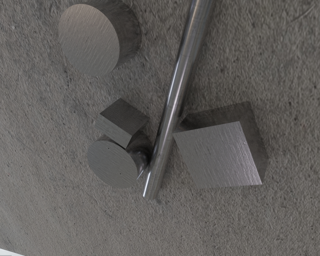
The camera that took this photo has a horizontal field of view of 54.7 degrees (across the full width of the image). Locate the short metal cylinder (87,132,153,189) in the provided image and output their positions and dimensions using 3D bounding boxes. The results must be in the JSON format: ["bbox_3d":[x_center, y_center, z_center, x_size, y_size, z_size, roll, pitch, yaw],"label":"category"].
[{"bbox_3d":[-0.056,0.040,0.445,0.080,0.050,0.079,13,124,21],"label":"short metal cylinder"}]

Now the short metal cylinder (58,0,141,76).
[{"bbox_3d":[-0.069,-0.107,0.361,0.080,0.050,0.079,13,124,21],"label":"short metal cylinder"}]

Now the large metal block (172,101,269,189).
[{"bbox_3d":[0.073,0.022,0.366,0.080,0.050,0.080,-12,113,33],"label":"large metal block"}]

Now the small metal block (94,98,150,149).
[{"bbox_3d":[-0.049,-0.007,0.412,0.050,0.050,0.025,34,129,5],"label":"small metal block"}]

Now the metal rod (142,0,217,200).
[{"bbox_3d":[0.015,-0.016,0.389,0.025,0.025,0.298,24,127,13],"label":"metal rod"}]
